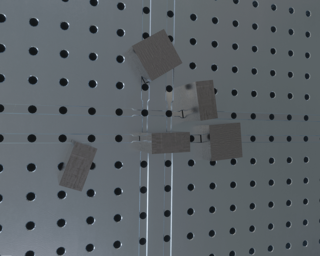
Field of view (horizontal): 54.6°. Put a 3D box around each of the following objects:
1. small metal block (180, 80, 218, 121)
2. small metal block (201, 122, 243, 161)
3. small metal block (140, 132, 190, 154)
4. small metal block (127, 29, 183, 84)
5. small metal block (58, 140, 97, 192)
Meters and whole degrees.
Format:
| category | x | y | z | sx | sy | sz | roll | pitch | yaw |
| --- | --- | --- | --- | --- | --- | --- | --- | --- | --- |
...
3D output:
| category | x | y | z | sx | sy | sz | roll | pitch | yaw |
| --- | --- | --- | --- | --- | --- | --- | --- | --- | --- |
| small metal block | 0.051 | -0.036 | 0.418 | 0.025 | 0.050 | 0.050 | -9 | 93 | -20 |
| small metal block | 0.088 | 0.019 | 0.445 | 0.050 | 0.025 | 0.050 | -5 | 92 | -20 |
| small metal block | 0.005 | 0.018 | 0.401 | 0.050 | 0.050 | 0.025 | -2 | 91 | -20 |
| small metal block | -0.007 | -0.094 | 0.410 | 0.050 | 0.025 | 0.050 | -33 | 101 | -17 |
| small metal block | -0.098 | 0.042 | 0.363 | 0.025 | 0.050 | 0.050 | 22 | 83 | -19 |
